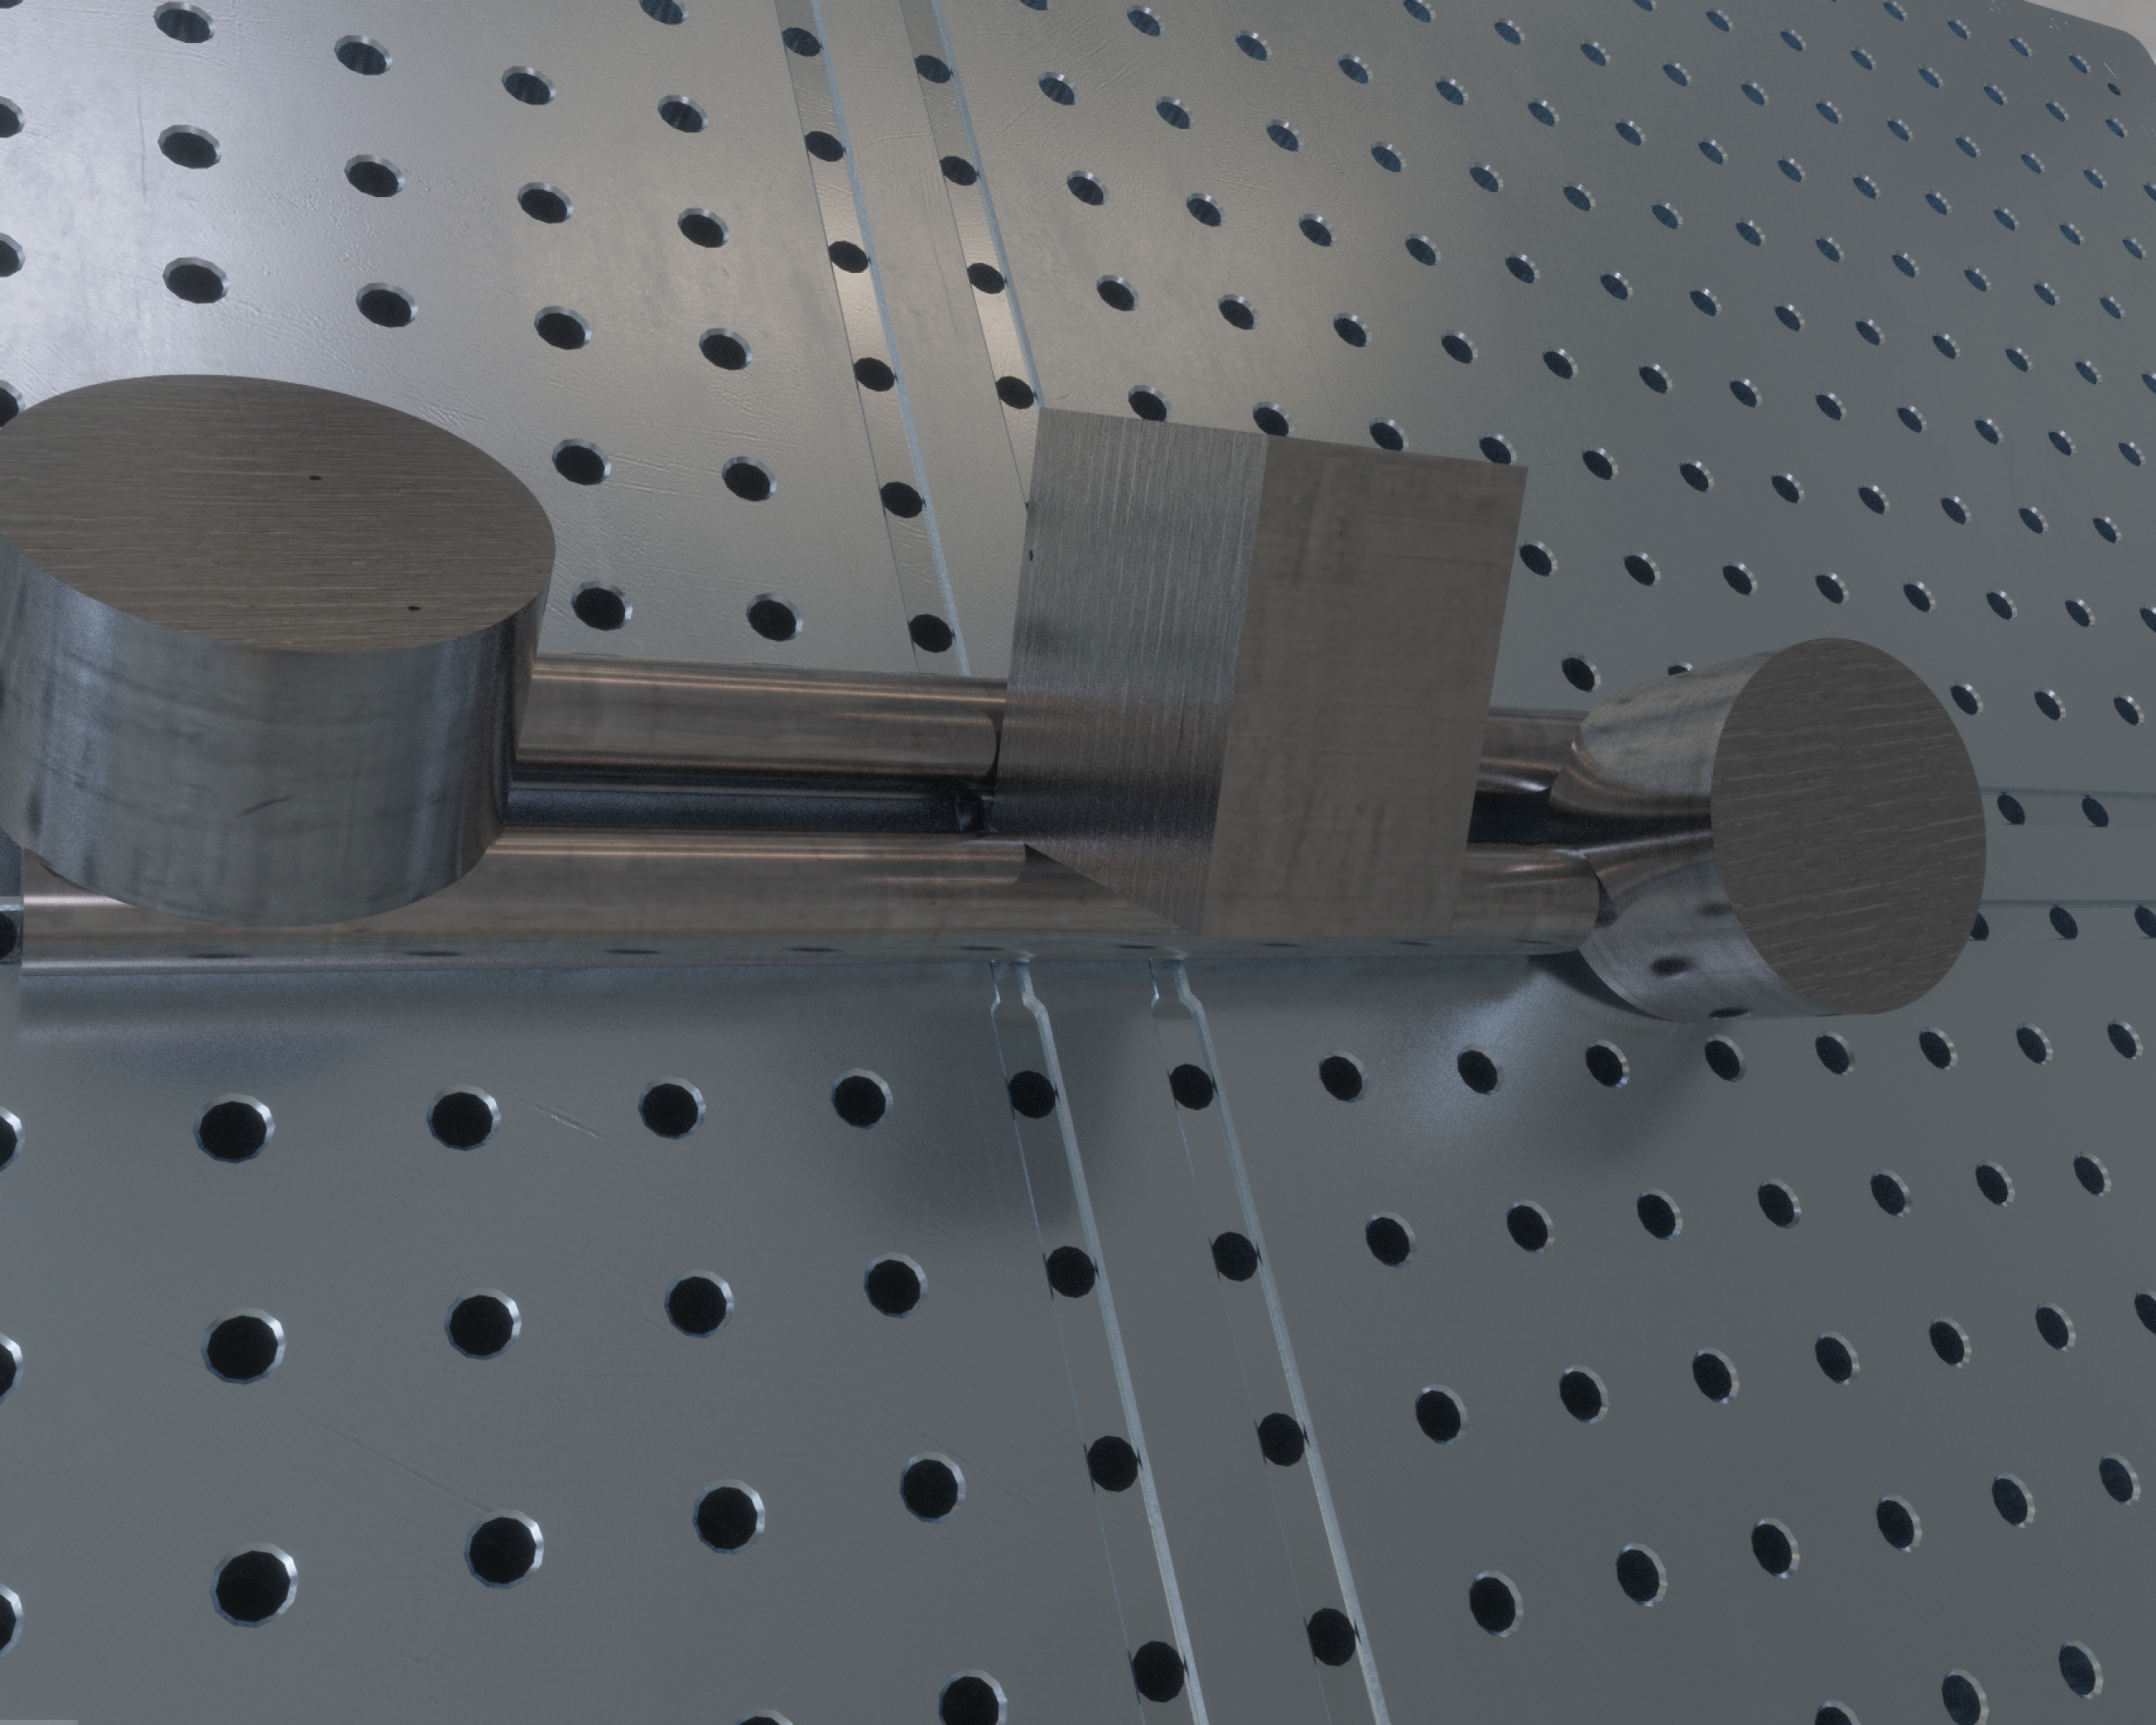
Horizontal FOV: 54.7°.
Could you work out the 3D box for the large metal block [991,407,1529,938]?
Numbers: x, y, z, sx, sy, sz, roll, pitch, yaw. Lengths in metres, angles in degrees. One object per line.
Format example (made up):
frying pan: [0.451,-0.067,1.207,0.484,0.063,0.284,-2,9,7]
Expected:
large metal block: [0.029,-0.036,0.372,0.050,0.080,0.079,1,103,-28]

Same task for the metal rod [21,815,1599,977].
metal rod: [-0.027,0.006,0.389,0.303,0.025,0.025,1,62,-28]

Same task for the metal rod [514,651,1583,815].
metal rod: [0.031,-0.024,0.438,0.303,0.025,0.025,1,62,-28]

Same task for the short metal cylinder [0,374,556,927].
short metal cylinder: [-0.127,-0.035,0.326,0.081,0.050,0.080,15,34,-10]

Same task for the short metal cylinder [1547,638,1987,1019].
short metal cylinder: [0.151,-0.005,0.460,0.081,0.050,0.080,4,82,-27]
